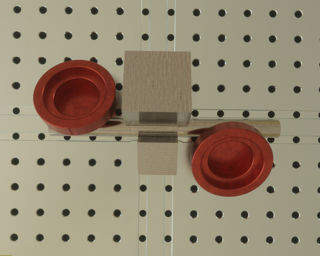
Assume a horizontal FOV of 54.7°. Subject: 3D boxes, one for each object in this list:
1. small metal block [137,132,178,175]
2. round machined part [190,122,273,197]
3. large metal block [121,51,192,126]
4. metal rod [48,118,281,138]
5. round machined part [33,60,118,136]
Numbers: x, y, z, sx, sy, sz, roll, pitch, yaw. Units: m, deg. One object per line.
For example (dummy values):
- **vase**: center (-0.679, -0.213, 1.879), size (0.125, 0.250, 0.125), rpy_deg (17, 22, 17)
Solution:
- **small metal block**: center (-0.003, 0.034, 0.403), size (0.050, 0.025, 0.050), rpy_deg (1, 119, 0)
- **round machined part**: center (0.088, 0.036, 0.393), size (0.099, 0.042, 0.097), rpy_deg (0, 115, 0)
- **large metal block**: center (-0.003, -0.049, 0.389), size (0.081, 0.050, 0.080), rpy_deg (1, 72, 0)
- **metal rod**: center (0.006, 0.000, 0.414), size (0.302, 0.025, 0.025), rpy_deg (1, 90, 0)
- **round machined part**: center (-0.103, -0.034, 0.391), size (0.099, 0.042, 0.098), rpy_deg (0, 64, 0)
